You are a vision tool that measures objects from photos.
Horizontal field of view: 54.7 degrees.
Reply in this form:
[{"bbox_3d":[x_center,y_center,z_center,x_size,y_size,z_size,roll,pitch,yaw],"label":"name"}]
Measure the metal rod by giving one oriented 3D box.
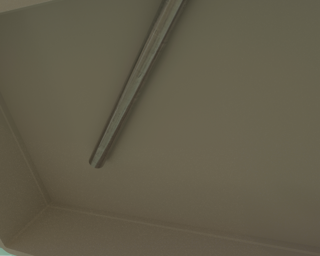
[{"bbox_3d":[-0.039,-0.044,0.399,0.025,0.025,0.298,36,129,4],"label":"metal rod"}]
